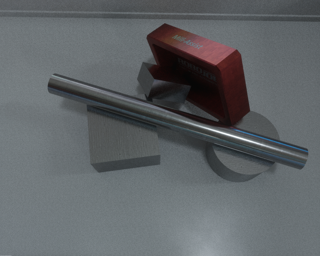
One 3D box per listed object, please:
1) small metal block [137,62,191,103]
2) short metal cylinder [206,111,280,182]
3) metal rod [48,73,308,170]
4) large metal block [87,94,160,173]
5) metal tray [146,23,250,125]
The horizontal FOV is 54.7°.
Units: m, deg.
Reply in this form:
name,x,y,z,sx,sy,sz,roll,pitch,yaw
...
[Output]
name,x,y,z,sx,sy,sz,roll,pitch,yaw
small metal block,0.004,-0.058,0.394,0.050,0.025,0.050,6,32,-26
short metal cylinder,0.101,0.024,0.387,0.081,0.050,0.080,0,70,0
metal rod,0.015,-0.010,0.358,0.301,0.025,0.025,17,71,5
large metal block,-0.045,0.007,0.392,0.081,0.050,0.080,-7,70,-3
metal tray,0.044,-0.066,0.372,0.030,0.090,0.130,-39,45,-14
